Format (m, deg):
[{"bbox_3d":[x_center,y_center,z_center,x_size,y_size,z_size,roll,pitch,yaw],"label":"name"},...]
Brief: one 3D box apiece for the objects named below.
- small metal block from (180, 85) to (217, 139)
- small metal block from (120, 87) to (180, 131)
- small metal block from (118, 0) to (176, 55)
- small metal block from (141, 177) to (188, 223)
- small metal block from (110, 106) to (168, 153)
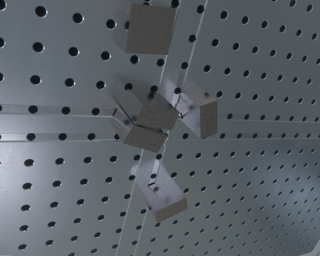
[{"bbox_3d":[0.051,-0.021,0.409,0.025,0.050,0.050,-19,126,-17],"label":"small metal block"},{"bbox_3d":[-0.013,-0.023,0.373,0.050,0.050,0.025,10,113,-33],"label":"small metal block"},{"bbox_3d":[-0.015,-0.108,0.336,0.050,0.025,0.050,-4,120,-26],"label":"small metal block"},{"bbox_3d":[0.007,0.106,0.464,0.050,0.050,0.025,-21,127,-16],"label":"small metal block"},{"bbox_3d":[-0.027,0.002,0.381,0.050,0.050,0.025,20,108,-36],"label":"small metal block"}]
